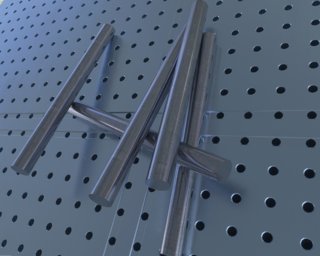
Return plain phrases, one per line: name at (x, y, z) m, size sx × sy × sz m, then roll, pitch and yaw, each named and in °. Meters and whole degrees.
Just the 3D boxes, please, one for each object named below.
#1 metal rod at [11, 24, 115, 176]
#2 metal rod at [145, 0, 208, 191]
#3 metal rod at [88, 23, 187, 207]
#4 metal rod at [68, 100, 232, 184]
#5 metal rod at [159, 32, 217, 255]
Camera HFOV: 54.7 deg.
metal rod at (-0.139, -0.062, 0.486) m, size 0.025 × 0.025 × 0.300 m, roll 1°, pitch 52°, yaw 28°
metal rod at (0.029, -0.064, 0.383) m, size 0.025 × 0.025 × 0.300 m, roll -5°, pitch 51°, yaw 25°
metal rod at (-0.006, -0.040, 0.390) m, size 0.025 × 0.025 × 0.300 m, roll 3°, pitch 49°, yaw 29°
metal rod at (-0.041, 0.003, 0.405) m, size 0.300 × 0.025 × 0.025 m, roll 21°, pitch 73°, yaw 42°
metal rod at (0.041, 0.001, 0.385) m, size 0.025 × 0.025 × 0.300 m, roll -2°, pitch 61°, yaw 27°
